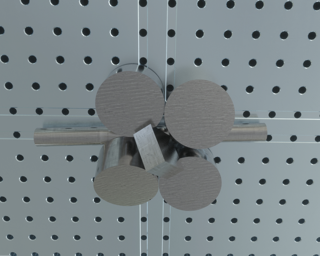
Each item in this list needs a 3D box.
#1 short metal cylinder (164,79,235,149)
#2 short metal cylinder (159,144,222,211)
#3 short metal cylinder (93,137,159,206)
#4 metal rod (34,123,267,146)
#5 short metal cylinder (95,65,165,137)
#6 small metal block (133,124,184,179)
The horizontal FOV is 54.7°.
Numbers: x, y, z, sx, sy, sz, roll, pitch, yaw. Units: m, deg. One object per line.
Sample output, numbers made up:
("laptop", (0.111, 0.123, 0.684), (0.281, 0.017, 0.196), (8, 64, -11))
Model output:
("short metal cylinder", (0.045, -0.015, 0.377), (0.081, 0.050, 0.080), (0, 87, 0))
("short metal cylinder", (0.039, 0.064, 0.420), (0.081, 0.050, 0.079), (0, 110, 0))
("short metal cylinder", (-0.042, 0.057, 0.404), (0.081, 0.050, 0.079), (-1, 130, -1))
("metal rod", (-0.012, 0.009, 0.412), (0.302, 0.025, 0.025), (-1, 110, 0))
("short metal cylinder", (-0.035, -0.035, 0.383), (0.081, 0.050, 0.079), (0, 110, 0))
("small metal block", (-0.001, 0.029, 0.369), (0.025, 0.050, 0.050), (-32, 149, 17))
